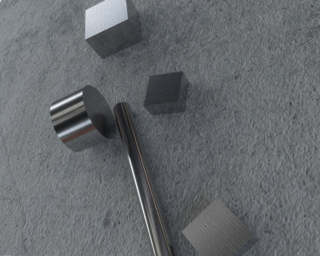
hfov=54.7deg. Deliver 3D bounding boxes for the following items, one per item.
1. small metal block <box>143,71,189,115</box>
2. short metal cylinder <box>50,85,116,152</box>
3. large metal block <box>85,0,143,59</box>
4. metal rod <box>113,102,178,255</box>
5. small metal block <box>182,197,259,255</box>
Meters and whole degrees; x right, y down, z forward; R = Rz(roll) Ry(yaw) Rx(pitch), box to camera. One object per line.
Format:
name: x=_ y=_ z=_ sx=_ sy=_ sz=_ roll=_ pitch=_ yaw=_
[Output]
small metal block: x=0.009 y=-0.048 z=0.427 sx=0.050 sy=0.025 sz=0.050 roll=-4 pitch=60 yaw=25
short metal cylinder: x=-0.104 y=-0.013 z=0.429 sx=0.050 sy=0.080 sz=0.080 roll=-23 pitch=53 yaw=14
large metal block: x=-0.081 y=-0.179 z=0.538 sx=0.080 sy=0.050 sz=0.080 roll=-20 pitch=54 yaw=16
metal rod: x=-0.013 y=0.083 z=0.358 sx=0.025 sy=0.025 sz=0.299 roll=-28 pitch=52 yaw=10
small metal block: x=0.059 y=0.107 z=0.307 sx=0.050 sy=0.025 sz=0.050 roll=-44 pitch=51 yaw=-2
